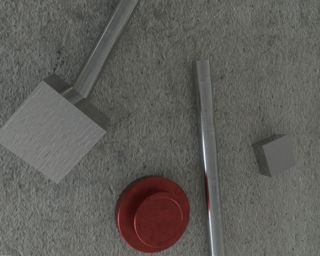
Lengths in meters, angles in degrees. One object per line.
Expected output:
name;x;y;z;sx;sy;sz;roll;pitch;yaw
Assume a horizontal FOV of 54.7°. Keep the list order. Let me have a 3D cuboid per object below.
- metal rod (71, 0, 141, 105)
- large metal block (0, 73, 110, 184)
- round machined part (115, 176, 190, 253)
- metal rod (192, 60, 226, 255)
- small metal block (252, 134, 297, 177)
metal rod;-0.041;-0.159;0.394;0.025;0.025;0.299;29;80;-18
large metal block;-0.114;-0.001;0.340;0.080;0.050;0.080;41;100;-16
round machined part;-0.005;0.113;0.399;0.099;0.042;0.097;0;90;-21
metal rod;0.070;0.056;0.436;0.025;0.025;0.298;-6;92;-20
small metal block;0.176;0.041;0.476;0.050;0.025;0.050;-20;97;-19
